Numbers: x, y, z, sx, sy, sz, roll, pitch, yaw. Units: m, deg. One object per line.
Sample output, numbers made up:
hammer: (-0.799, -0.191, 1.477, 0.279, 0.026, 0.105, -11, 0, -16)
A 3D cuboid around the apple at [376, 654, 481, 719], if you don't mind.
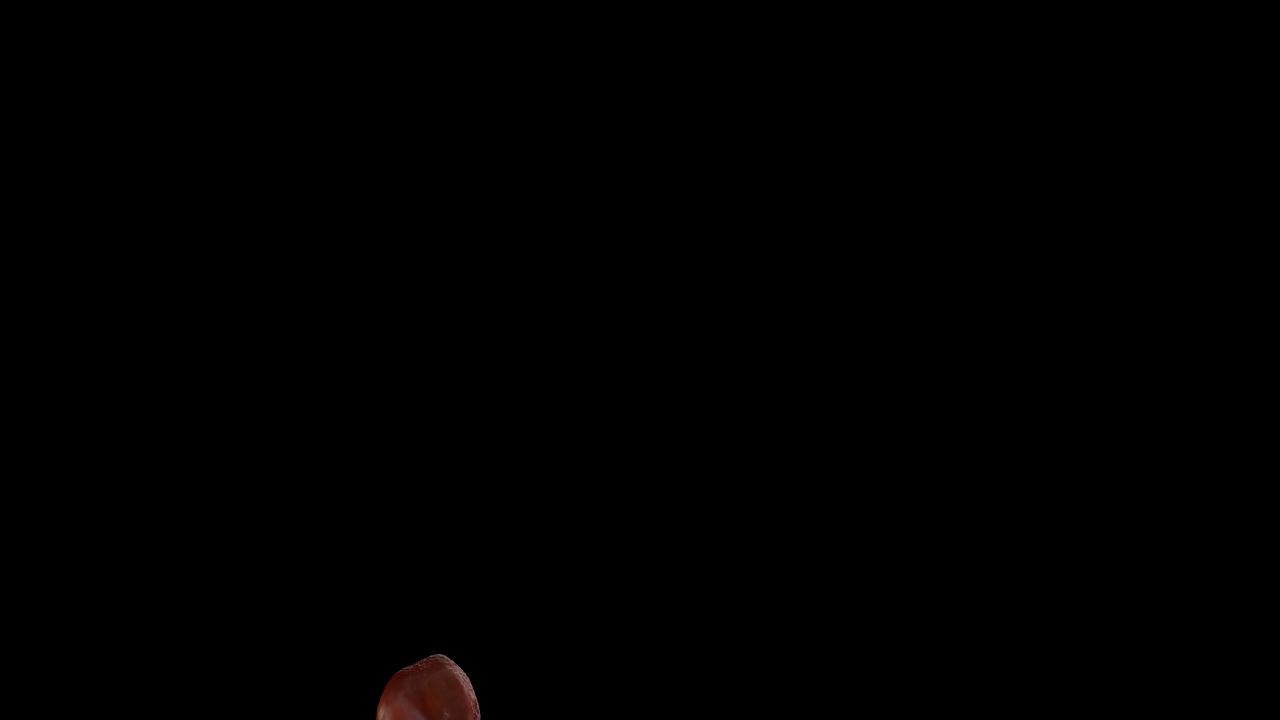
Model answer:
apple: (-0.163, 0.280, 0.479, 0.079, 0.079, 0.093, 0, 16, -40)
